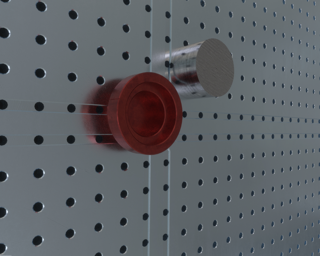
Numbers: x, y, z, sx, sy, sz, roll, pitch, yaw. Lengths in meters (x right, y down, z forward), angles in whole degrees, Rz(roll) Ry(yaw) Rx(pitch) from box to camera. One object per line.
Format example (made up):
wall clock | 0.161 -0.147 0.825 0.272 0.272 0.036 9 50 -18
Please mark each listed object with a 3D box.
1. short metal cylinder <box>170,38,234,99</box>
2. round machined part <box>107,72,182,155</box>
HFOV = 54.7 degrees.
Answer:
short metal cylinder | 0.061 -0.083 0.444 0.081 0.050 0.079 0 90 -40
round machined part | -0.022 -0.017 0.380 0.099 0.042 0.097 0 90 -40
